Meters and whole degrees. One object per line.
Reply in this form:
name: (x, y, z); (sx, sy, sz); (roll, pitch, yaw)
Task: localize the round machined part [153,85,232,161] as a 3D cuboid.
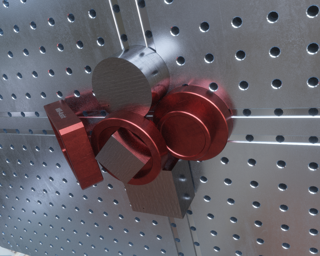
round machined part: (0.035, 0.001, 0.381); (0.098, 0.042, 0.097); (13, 124, 21)

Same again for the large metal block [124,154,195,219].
large metal block: (-0.003, 0.076, 0.440); (0.080, 0.050, 0.080); (1, 119, 28)

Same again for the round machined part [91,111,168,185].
round machined part: (-0.035, 0.021, 0.394); (0.098, 0.042, 0.097); (13, 124, 21)

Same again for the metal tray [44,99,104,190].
metal tray: (-0.125, 0.019, 0.439); (0.130, 0.030, 0.089); (33, 142, 57)

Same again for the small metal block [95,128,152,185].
small metal block: (-0.043, 0.033, 0.375); (0.050, 0.025, 0.050); (41, 129, 0)

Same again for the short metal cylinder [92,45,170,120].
short metal cylinder: (-0.035, -0.055, 0.379); (0.080, 0.050, 0.079); (13, 124, 21)
